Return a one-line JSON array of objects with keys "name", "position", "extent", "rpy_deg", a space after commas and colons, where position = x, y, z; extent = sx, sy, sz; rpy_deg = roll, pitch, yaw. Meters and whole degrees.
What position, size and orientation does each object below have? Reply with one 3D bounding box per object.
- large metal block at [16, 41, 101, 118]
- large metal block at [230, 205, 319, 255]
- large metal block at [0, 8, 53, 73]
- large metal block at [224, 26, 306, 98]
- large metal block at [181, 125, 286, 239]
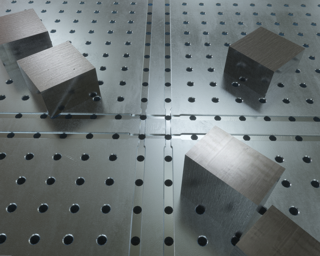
[{"name": "large metal block", "position": [-0.146, -0.073, 0.451], "extent": [0.081, 0.050, 0.080], "rpy_deg": [-31, 57, -24]}, {"name": "large metal block", "position": [0.105, 0.127, 0.267], "extent": [0.050, 0.080, 0.080], "rpy_deg": [-36, 59, -26]}, {"name": "large metal block", "position": [-0.231, -0.147, 0.512], "extent": [0.081, 0.050, 0.080], "rpy_deg": [-25, 55, -20]}, {"name": "large metal block", "position": [0.160, -0.105, 0.482], "extent": [0.080, 0.050, 0.080], "rpy_deg": [-35, 59, -26]}, {"name": "large metal block", "position": [0.071, 0.057, 0.325], "extent": [0.080, 0.080, 0.050], "rpy_deg": [35, 58, 25]}]
